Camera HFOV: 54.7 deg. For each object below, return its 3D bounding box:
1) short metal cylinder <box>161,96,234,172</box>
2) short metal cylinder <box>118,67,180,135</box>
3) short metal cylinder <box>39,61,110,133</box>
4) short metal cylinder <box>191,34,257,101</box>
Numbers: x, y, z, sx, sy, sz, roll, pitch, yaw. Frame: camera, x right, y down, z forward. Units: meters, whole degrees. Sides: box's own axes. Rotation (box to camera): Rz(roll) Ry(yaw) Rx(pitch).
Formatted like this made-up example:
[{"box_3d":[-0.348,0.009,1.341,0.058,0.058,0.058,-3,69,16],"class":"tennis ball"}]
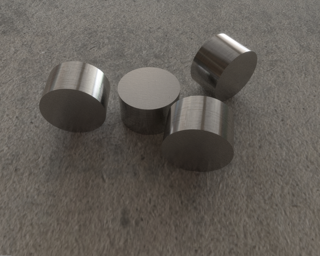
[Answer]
[{"box_3d":[0.045,0.008,0.361,0.080,0.080,0.050,7,51,5],"class":"short metal cylinder"},{"box_3d":[-0.014,-0.037,0.418,0.081,0.050,0.080,0,50,0],"class":"short metal cylinder"},{"box_3d":[-0.107,-0.038,0.398,0.081,0.080,0.050,0,50,0],"class":"short metal cylinder"},{"box_3d":[0.091,-0.086,0.441,0.081,0.080,0.050,-30,57,-23],"class":"short metal cylinder"}]
